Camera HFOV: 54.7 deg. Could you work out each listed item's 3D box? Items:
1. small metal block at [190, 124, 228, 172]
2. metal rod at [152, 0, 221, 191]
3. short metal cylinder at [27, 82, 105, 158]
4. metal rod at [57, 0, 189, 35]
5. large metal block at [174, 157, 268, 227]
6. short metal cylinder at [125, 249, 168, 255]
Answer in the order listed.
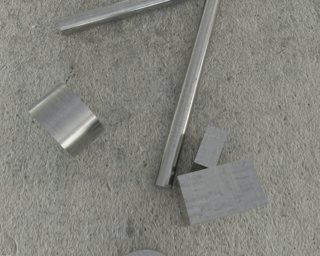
[{"bbox_3d":[0.060,0.030,0.384,0.025,0.050,0.050,21,71,7],"label":"small metal block"},{"bbox_3d":[0.042,-0.062,0.431,0.025,0.025,0.299,15,70,5],"label":"metal rod"},{"bbox_3d":[-0.114,-0.009,0.381,0.080,0.080,0.050,43,76,14],"label":"short metal cylinder"},{"bbox_3d":[-0.006,-0.198,0.480,0.302,0.025,0.025,-18,71,-7],"label":"metal rod"},{"bbox_3d":[0.063,0.076,0.352,0.081,0.080,0.050,-14,71,-5],"label":"large metal block"},{"bbox_3d":[-0.015,0.172,0.332,0.081,0.050,0.080,0,70,0],"label":"short metal cylinder"}]
